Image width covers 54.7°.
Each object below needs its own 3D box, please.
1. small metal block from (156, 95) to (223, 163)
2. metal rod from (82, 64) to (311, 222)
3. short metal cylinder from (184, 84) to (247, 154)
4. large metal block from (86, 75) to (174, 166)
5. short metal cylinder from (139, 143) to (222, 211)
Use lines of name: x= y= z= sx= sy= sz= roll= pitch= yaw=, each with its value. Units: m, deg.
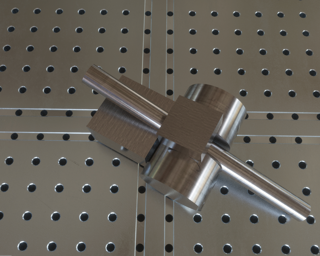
small metal block: x=0.032 y=0.000 z=0.324 sx=0.050 sy=0.025 sz=0.050 roll=25 pitch=72 yaw=17
metal rod: x=0.046 y=0.020 z=0.359 sx=0.301 sy=0.025 sz=0.025 roll=33 pitch=73 yaw=-5
short metal cylinder: x=0.059 y=-0.010 z=0.384 sx=0.080 sy=0.080 sz=0.050 roll=26 pitch=72 yaw=9
large metal block: x=-0.032 y=-0.008 z=0.395 sx=0.080 sy=0.050 sz=0.080 roll=28 pitch=72 yaw=9
short metal cylinder: x=0.024 y=0.054 z=0.359 sx=0.080 sy=0.080 sz=0.050 roll=28 pitch=73 yaw=10
